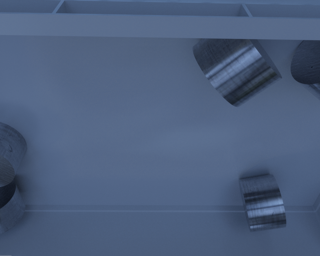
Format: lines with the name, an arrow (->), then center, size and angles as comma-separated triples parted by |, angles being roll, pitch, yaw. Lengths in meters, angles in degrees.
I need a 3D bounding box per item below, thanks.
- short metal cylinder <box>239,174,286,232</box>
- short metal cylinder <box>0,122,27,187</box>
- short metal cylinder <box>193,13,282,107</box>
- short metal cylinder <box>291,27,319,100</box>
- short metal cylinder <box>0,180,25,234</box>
short metal cylinder -> 0.155, 0.114, 0.473 | 0.050, 0.080, 0.080 | -12, 129, 9
short metal cylinder -> -0.230, 0.036, 0.420 | 0.081, 0.050, 0.079 | 0, 130, 0
short metal cylinder -> 0.079, -0.068, 0.316 | 0.050, 0.080, 0.080 | -36, 122, 26
short metal cylinder -> 0.186, -0.067, 0.319 | 0.050, 0.080, 0.080 | 30, 124, -24
short metal cylinder -> -0.253, 0.114, 0.467 | 0.081, 0.080, 0.050 | 0, 130, -1
